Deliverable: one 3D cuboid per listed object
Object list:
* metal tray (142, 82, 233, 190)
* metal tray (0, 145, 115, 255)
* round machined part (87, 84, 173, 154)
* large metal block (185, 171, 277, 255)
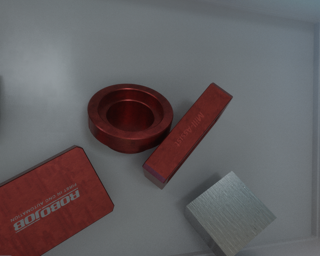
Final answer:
[{"bbox_3d":[0.032,0.014,0.386,0.030,0.090,0.130,38,76,9],"label":"metal tray"},{"bbox_3d":[-0.132,0.088,0.360,0.131,0.030,0.090,-29,100,-18],"label":"metal tray"},{"bbox_3d":[-0.036,-0.007,0.371,0.099,0.098,0.042,-8,136,-20],"label":"round machined part"},{"bbox_3d":[0.090,0.119,0.412,0.080,0.050,0.080,-33,64,-17],"label":"large metal block"}]
